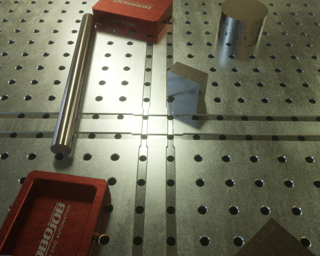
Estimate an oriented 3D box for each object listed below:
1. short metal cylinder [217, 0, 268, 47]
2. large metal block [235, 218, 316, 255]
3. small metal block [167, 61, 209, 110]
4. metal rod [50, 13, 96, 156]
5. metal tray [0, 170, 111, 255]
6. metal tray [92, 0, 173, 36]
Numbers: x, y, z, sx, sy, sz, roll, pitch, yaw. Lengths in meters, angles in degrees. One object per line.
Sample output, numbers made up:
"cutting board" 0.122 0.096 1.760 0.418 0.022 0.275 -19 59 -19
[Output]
"short metal cylinder" 0.145 -0.189 0.551 0.080 0.050 0.080 0 50 0
"large metal block" 0.100 0.136 0.258 0.050 0.080 0.080 -34 58 -25
"small metal block" 0.038 -0.060 0.442 0.050 0.050 0.025 26 55 20
"metal rod" -0.127 -0.088 0.479 0.025 0.025 0.300 -1 50 -1
"metal tray" -0.110 0.109 0.311 0.090 0.030 0.130 7 50 6
"metal tray" -0.050 -0.225 0.593 0.130 0.030 0.090 17 52 13
